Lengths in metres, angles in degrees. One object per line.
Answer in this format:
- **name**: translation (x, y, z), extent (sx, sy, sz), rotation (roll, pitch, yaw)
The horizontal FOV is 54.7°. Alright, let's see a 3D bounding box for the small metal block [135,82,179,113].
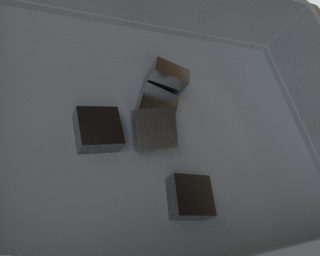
- **small metal block**: translation (-0.005, -0.028, 0.419), extent (0.050, 0.025, 0.050), rotation (23, 53, -14)

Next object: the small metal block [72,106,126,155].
- **small metal block**: translation (-0.073, 0.002, 0.365), extent (0.050, 0.025, 0.050), rotation (-1, 62, -29)

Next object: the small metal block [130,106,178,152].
- **small metal block**: translation (-0.007, 0.001, 0.381), extent (0.050, 0.025, 0.050), rotation (-6, 91, -16)

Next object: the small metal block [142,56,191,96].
- **small metal block**: translation (0.008, -0.066, 0.434), extent (0.050, 0.050, 0.025), rotation (20, 54, -17)

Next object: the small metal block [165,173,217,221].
- **small metal block**: translation (0.036, 0.084, 0.374), extent (0.050, 0.025, 0.050), rotation (8, 58, -24)
